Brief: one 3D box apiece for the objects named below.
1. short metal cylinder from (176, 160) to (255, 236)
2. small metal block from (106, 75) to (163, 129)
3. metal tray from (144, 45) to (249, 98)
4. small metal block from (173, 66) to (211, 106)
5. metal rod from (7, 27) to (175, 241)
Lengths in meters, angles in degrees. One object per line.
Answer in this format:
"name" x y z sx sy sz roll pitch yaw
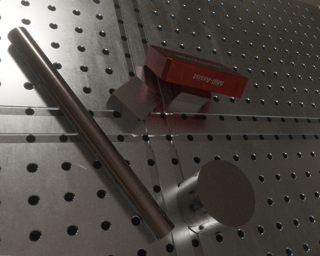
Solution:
"short metal cylinder" 0.067 0.085 0.378 0.081 0.050 0.080 14 56 -21
"small metal block" -0.033 -0.035 0.413 0.050 0.025 0.050 44 51 2
"metal tray" 0.052 -0.084 0.456 0.131 0.030 0.090 9 22 -24
"small metal block" 0.048 -0.066 0.472 0.050 0.025 0.050 10 65 -24
"metal rod" -0.085 0.000 0.363 0.025 0.025 0.300 -32 80 -38
